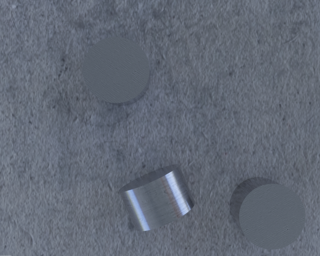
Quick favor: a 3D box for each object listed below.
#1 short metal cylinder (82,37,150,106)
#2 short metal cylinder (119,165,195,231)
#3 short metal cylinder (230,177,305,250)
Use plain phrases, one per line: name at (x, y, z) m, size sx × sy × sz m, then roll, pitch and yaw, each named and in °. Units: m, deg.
short metal cylinder at (-0.053, -0.070, 0.397) m, size 0.081 × 0.050 × 0.079 m, roll 0°, pitch 90°, yaw -1°
short metal cylinder at (-0.004, 0.084, 0.383) m, size 0.080 × 0.080 × 0.050 m, roll -23°, pitch 90°, yaw 0°
short metal cylinder at (0.136, 0.107, 0.399) m, size 0.081 × 0.050 × 0.079 m, roll 0°, pitch 90°, yaw -1°
